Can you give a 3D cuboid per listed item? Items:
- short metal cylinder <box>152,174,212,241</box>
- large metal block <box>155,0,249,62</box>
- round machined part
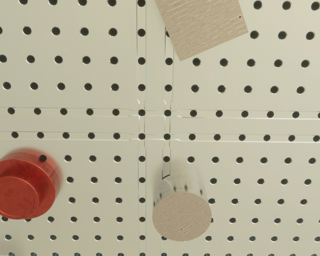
[{"bbox_3d":[0.030,0.113,0.442,0.081,0.050,0.079,0,110,-1],"label":"short metal cylinder"},{"bbox_3d":[0.043,-0.132,0.352,0.080,0.050,0.080,-22,109,7],"label":"large metal block"},{"bbox_3d":[-0.197,0.088,0.434,0.099,0.042,0.097,0,110,-1],"label":"round machined part"}]
